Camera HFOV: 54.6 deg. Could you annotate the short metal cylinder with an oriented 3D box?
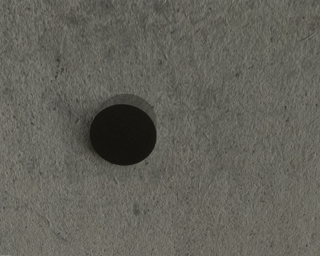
[{"bbox_3d":[-0.044,0.001,0.396,0.080,0.050,0.079,0,110,0],"label":"short metal cylinder"}]
